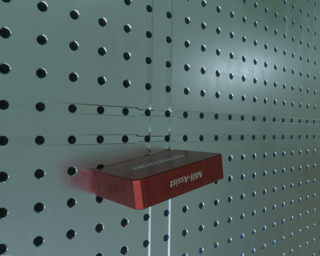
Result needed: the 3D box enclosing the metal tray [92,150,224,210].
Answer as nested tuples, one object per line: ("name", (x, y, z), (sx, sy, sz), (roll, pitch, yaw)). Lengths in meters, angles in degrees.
("metal tray", (0.000, 0.054, 0.365), (0.131, 0.090, 0.030), (-11, 97, -39))
